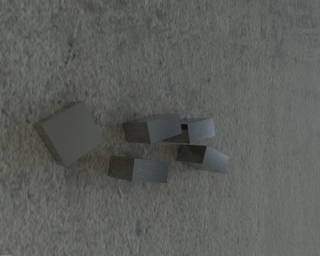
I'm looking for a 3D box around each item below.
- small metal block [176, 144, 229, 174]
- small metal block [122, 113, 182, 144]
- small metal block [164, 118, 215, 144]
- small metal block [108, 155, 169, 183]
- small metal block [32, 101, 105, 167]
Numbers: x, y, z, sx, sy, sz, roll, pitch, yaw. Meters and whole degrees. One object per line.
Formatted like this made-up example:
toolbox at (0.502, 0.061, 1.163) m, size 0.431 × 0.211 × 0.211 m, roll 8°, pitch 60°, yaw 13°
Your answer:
small metal block at (0.061, 0.044, 0.442) m, size 0.050 × 0.050 × 0.025 m, roll 26°, pitch 74°, yaw -38°
small metal block at (-0.010, 0.000, 0.382) m, size 0.050 × 0.050 × 0.025 m, roll -17°, pitch 101°, yaw -39°
small metal block at (0.039, 0.003, 0.423) m, size 0.050 × 0.050 × 0.025 m, roll -14°, pitch 99°, yaw -40°
small metal block at (-0.026, 0.049, 0.369) m, size 0.050 × 0.050 × 0.025 m, roll 11°, pitch 83°, yaw -40°
small metal block at (-0.095, 0.005, 0.326) m, size 0.050 × 0.025 × 0.050 m, roll -38°, pitch 113°, yaw -34°
